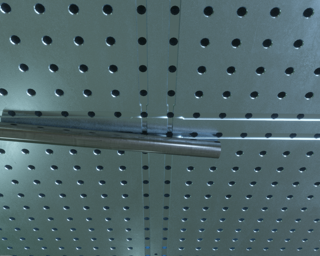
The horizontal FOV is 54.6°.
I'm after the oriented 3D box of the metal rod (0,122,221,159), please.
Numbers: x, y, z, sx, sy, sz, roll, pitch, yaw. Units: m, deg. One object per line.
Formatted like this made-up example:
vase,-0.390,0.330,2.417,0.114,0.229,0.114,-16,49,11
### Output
metal rod,-0.067,0.017,0.425,0.302,0.025,0.025,5,130,-5
